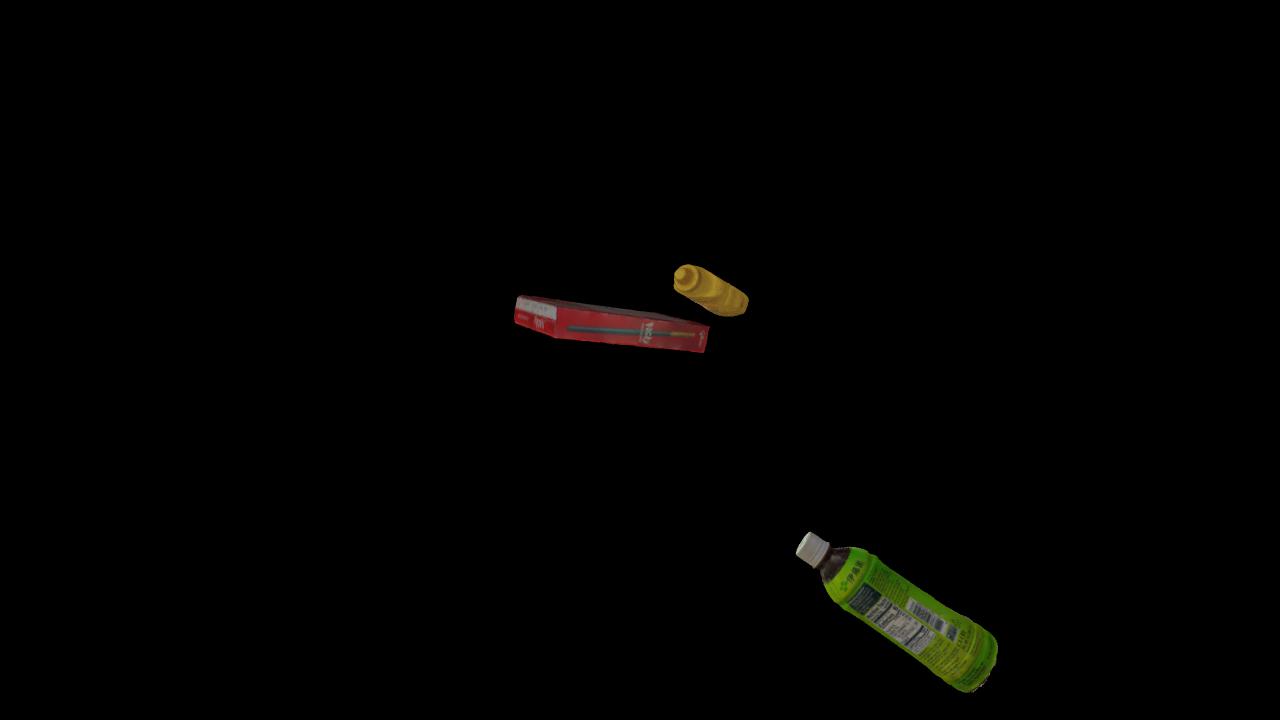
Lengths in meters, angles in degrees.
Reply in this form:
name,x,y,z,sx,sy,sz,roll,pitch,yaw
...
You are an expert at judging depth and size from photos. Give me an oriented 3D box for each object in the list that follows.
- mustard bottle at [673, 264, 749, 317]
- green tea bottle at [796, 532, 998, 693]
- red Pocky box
name,x,y,z,sx,sy,sz,roll,pitch,yaw
mustard bottle,0.103,-0.115,0.992,0.092,0.054,0.184,24,4,31
green tea bottle,0.266,0.259,0.659,0.212,0.073,0.073,35,8,11
red Pocky box,-0.023,-0.031,0.540,0.155,0.028,0.083,5,8,-34
